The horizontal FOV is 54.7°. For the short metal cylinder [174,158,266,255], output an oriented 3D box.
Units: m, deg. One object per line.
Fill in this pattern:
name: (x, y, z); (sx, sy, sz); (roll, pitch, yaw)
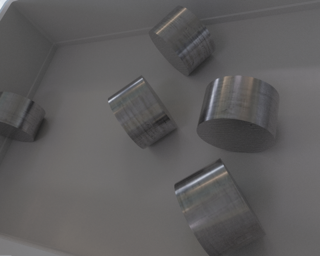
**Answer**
short metal cylinder: (0.056, 0.076, 0.295); (0.050, 0.080, 0.080); (-31, 52, 8)

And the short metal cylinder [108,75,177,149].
short metal cylinder: (-0.021, -0.020, 0.394); (0.050, 0.080, 0.080); (-34, 51, 6)

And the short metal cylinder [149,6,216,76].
short metal cylinder: (0.030, -0.119, 0.428); (0.050, 0.080, 0.080); (-43, 51, -1)

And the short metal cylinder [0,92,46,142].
short metal cylinder: (-0.236, -0.016, 0.505); (0.080, 0.080, 0.050); (1, 62, 28)

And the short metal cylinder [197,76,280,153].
short metal cylinder: (0.084, -0.012, 0.334); (0.080, 0.080, 0.050); (2, 63, 29)
